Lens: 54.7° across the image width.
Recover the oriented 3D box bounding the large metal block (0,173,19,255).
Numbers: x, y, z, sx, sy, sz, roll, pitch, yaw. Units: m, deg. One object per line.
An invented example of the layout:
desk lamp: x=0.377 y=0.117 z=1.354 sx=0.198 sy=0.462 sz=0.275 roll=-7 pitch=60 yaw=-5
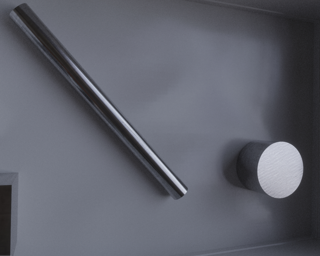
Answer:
large metal block: x=-0.176 y=0.092 z=0.316 sx=0.050 sy=0.080 sz=0.079 roll=1 pitch=90 yaw=-20

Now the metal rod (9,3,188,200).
metal rod: x=-0.066 y=-0.022 z=0.386 sx=0.025 sy=0.025 sz=0.300 roll=-44 pitch=104 yaw=-15

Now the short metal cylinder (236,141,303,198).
short metal cylinder: x=0.162 y=0.059 z=0.459 sx=0.081 sy=0.050 sz=0.079 roll=0 pitch=90 yaw=-21
